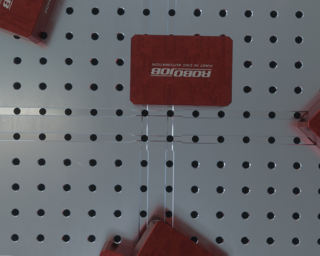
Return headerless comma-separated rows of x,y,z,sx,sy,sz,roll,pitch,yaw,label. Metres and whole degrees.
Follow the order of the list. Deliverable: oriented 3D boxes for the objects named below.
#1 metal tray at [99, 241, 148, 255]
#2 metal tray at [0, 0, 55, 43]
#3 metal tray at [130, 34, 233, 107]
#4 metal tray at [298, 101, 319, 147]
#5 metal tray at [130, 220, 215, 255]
-0.027,0.217,0.411,0.131,0.030,0.090,19,90,0,metal tray
-0.186,-0.190,0.410,0.090,0.030,0.129,20,90,0,metal tray
0.027,-0.074,0.411,0.131,0.030,0.090,1,90,0,metal tray
0.265,0.008,0.412,0.130,0.030,0.090,44,90,0,metal tray
0.024,0.188,0.390,0.130,0.030,0.090,35,69,-5,metal tray
